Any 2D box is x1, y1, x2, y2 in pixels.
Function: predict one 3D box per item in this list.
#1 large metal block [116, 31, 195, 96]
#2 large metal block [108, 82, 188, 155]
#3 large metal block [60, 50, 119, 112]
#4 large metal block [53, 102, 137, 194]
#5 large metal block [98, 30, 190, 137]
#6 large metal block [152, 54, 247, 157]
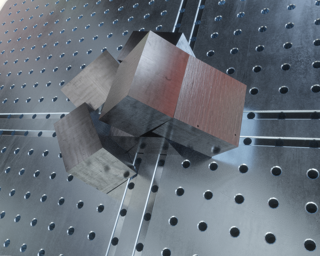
[{"bbox_3d":[0.002,-0.085,0.425,0.080,0.080,0.050,14,69,34],"label":"large metal block"},{"bbox_3d":[-0.010,-0.013,0.407,0.080,0.050,0.080,1,62,29],"label":"large metal block"},{"bbox_3d":[-0.086,-0.061,0.449,0.080,0.080,0.050,-41,95,0],"label":"large metal block"},{"bbox_3d":[-0.083,0.027,0.400,0.050,0.080,0.080,-34,52,5],"label":"large metal block"},{"bbox_3d":[-0.019,-0.044,0.341,0.080,0.050,0.080,-28,41,56],"label":"large metal block"},{"bbox_3d":[0.046,-0.023,0.353,0.050,0.080,0.080,-33,37,58],"label":"large metal block"}]
